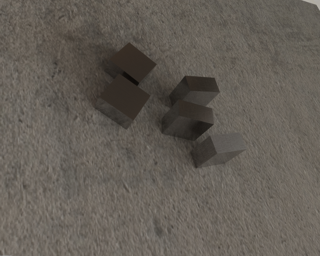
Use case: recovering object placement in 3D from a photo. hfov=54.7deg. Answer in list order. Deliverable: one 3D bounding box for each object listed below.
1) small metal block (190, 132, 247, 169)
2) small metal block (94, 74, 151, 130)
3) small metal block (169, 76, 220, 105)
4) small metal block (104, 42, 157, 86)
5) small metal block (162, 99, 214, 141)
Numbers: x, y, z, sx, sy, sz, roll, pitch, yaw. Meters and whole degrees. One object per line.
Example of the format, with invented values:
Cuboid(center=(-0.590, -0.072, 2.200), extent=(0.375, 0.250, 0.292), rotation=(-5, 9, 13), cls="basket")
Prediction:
Cuboid(center=(0.077, 0.030, 0.413), extent=(0.050, 0.050, 0.025), rotation=(-5, 64, -31), cls="small metal block")
Cuboid(center=(-0.048, -0.034, 0.400), extent=(0.050, 0.025, 0.050), rotation=(35, 51, -6), cls="small metal block")
Cuboid(center=(0.049, -0.049, 0.446), extent=(0.050, 0.050, 0.025), rotation=(-1, 63, -29), cls="small metal block")
Cuboid(center=(-0.041, -0.085, 0.435), extent=(0.050, 0.025, 0.050), rotation=(38, 51, -3), cls="small metal block")
Cuboid(center=(0.036, -0.009, 0.414), extent=(0.050, 0.050, 0.025), rotation=(13, 57, -22), cls="small metal block")
